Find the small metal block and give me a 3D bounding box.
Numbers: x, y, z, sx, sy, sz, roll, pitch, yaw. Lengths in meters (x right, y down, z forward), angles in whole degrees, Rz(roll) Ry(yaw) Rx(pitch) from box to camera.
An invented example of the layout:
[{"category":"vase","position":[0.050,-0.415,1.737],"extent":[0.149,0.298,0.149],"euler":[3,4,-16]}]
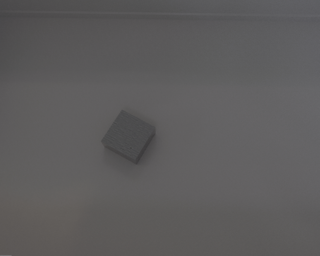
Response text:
[{"category":"small metal block","position":[-0.040,0.012,0.405],"extent":[0.050,0.025,0.050],"euler":[28,72,9]}]
